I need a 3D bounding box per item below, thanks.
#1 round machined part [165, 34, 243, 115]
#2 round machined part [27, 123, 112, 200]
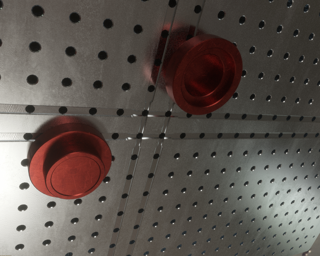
[{"bbox_3d":[0.050,-0.068,0.387,0.099,0.042,0.097,-14,125,-21],"label":"round machined part"},{"bbox_3d":[-0.105,0.047,0.373,0.099,0.042,0.097,-14,125,-21],"label":"round machined part"}]
